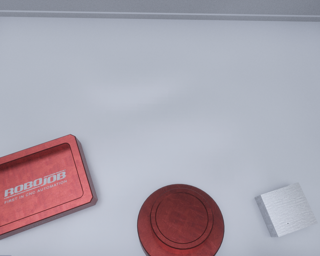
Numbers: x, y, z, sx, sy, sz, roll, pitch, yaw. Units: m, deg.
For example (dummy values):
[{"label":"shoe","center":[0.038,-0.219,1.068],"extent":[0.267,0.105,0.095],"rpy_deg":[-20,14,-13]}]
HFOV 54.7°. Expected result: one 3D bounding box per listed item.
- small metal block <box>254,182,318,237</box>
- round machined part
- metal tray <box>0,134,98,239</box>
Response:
[{"label":"small metal block","center":[0.151,0.099,0.375],"extent":[0.050,0.025,0.050],"rpy_deg":[-17,71,-7]},{"label":"round machined part","center":[0.023,0.107,0.349],"extent":[0.099,0.042,0.098],"rpy_deg":[0,54,0]},{"label":"metal tray","center":[-0.153,0.071,0.378],"extent":[0.131,0.030,0.090],"rpy_deg":[-19,71,-7]}]
